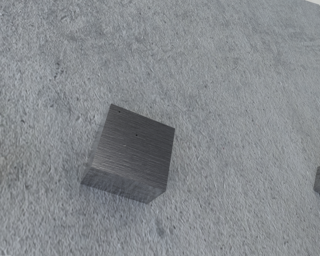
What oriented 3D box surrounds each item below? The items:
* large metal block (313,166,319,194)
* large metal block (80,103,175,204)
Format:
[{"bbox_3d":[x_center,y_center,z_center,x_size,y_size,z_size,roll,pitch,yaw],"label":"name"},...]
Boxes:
[{"bbox_3d":[0.303,0.088,0.478,0.080,0.080,0.050,38,51,-3],"label":"large metal block"},{"bbox_3d":[-0.034,0.031,0.351,0.080,0.050,0.080,21,54,-16],"label":"large metal block"}]
